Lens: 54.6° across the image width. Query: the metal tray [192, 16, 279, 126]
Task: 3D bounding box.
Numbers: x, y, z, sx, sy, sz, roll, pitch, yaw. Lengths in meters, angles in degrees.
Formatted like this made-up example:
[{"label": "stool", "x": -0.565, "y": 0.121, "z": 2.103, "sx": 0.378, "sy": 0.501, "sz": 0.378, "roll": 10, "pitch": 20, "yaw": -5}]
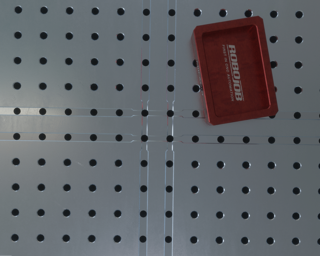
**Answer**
[{"label": "metal tray", "x": 0.097, "y": -0.074, "z": 0.411, "sx": 0.090, "sy": 0.030, "sz": 0.129, "roll": -10, "pitch": 90, "yaw": 0}]
